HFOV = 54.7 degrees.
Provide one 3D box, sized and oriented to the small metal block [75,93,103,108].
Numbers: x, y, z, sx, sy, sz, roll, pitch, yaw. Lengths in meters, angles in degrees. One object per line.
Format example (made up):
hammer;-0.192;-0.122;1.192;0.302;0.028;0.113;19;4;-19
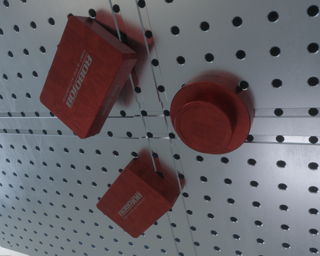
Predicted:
small metal block;-0.113;-0.038;0.448;0.050;0.025;0.050;32;129;6

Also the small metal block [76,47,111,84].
small metal block;-0.077;-0.082;0.401;0.050;0.025;0.050;9;122;23

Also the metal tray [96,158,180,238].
metal tray;-0.040;0.117;0.501;0.090;0.030;0.129;39;129;1

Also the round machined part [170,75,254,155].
round machined part;0.056;-0.009;0.365;0.098;0.042;0.097;13;124;21

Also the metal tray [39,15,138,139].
metal tray;-0.095;-0.062;0.394;0.090;0.030;0.129;40;119;14
